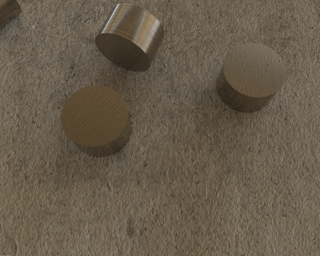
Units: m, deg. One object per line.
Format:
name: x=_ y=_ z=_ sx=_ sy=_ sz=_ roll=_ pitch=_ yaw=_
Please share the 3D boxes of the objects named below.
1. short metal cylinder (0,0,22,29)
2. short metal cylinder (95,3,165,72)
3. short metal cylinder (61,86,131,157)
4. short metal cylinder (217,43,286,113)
short metal cylinder: x=-0.249 y=-0.185 z=0.445 sx=0.080 sy=0.080 sz=0.050 roll=40 pitch=75 yaw=13
short metal cylinder: x=-0.040 y=-0.121 z=0.423 sx=0.080 sy=0.080 sz=0.050 roll=21 pitch=72 yaw=7
short metal cylinder: x=-0.079 y=-0.007 z=0.397 sx=0.081 sy=0.050 sz=0.080 roll=0 pitch=70 yaw=0
short metal cylinder: x=0.121 y=-0.067 z=0.420 sx=0.081 sy=0.050 sz=0.080 roll=0 pitch=70 yaw=0
